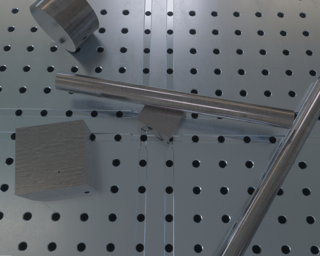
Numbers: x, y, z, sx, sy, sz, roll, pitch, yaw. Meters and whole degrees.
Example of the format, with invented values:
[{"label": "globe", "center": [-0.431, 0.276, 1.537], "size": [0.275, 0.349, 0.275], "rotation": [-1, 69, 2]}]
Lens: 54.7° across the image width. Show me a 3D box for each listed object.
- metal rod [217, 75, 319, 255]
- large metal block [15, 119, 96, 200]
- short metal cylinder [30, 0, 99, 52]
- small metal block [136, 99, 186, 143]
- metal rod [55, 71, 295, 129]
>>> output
[{"label": "metal rod", "center": [0.154, 0.047, 0.395], "size": [0.025, 0.025, 0.300], "rotation": [33, 73, 11]}, {"label": "large metal block", "center": [-0.127, 0.040, 0.383], "size": [0.081, 0.050, 0.080], "rotation": [-8, 70, -3]}, {"label": "short metal cylinder", "center": [-0.134, -0.155, 0.438], "size": [0.080, 0.080, 0.050], "rotation": [35, 74, 12]}, {"label": "small metal block", "center": [0.003, -0.015, 0.417], "size": [0.050, 0.025, 0.050], "rotation": [29, 72, 10]}, {"label": "metal rod", "center": [0.016, -0.036, 0.398], "size": [0.302, 0.025, 0.025], "rotation": [10, 70, 3]}]
